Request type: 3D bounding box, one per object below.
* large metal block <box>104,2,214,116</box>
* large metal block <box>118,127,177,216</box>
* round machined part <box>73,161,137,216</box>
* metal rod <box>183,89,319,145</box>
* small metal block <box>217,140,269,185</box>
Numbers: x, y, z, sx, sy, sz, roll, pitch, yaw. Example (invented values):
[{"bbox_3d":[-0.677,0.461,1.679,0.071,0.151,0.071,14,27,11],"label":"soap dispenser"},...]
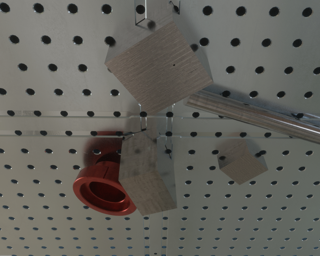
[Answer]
[{"bbox_3d":[0.000,-0.072,0.334,0.080,0.050,0.080,-27,125,21],"label":"large metal block"},{"bbox_3d":[-0.015,0.060,0.425,0.050,0.080,0.080,-16,129,11],"label":"large metal block"},{"bbox_3d":[-0.075,0.087,0.464,0.098,0.042,0.097,9,135,9],"label":"round machined part"},{"bbox_3d":[0.175,-0.001,0.411,0.302,0.025,0.025,15,129,-13],"label":"metal rod"},{"bbox_3d":[0.122,0.052,0.457,0.050,0.025,0.050,-36,122,26],"label":"small metal block"}]
